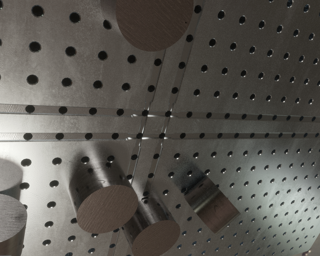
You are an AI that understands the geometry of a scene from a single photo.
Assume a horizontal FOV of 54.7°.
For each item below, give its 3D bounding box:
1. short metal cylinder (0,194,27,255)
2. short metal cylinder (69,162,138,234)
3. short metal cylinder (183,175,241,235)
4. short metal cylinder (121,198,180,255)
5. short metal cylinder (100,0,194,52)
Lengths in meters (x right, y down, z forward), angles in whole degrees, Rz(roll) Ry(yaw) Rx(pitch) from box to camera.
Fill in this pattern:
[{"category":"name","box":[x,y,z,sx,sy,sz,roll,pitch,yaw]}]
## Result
[{"category":"short metal cylinder","box":[-0.194,0.118,0.343,0.081,0.080,0.050,3,117,-30]},{"category":"short metal cylinder","box":[-0.076,0.092,0.412,0.081,0.050,0.079,-14,125,-21]},{"category":"short metal cylinder","box":[0.083,0.123,0.500,0.050,0.080,0.080,-41,130,0]},{"category":"short metal cylinder","box":[-0.015,0.158,0.486,0.081,0.050,0.079,-14,125,-21]},{"category":"short metal cylinder","box":[-0.014,-0.124,0.312,0.081,0.050,0.079,-14,125,-21]}]
